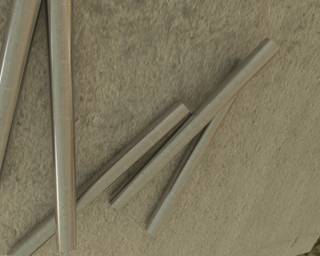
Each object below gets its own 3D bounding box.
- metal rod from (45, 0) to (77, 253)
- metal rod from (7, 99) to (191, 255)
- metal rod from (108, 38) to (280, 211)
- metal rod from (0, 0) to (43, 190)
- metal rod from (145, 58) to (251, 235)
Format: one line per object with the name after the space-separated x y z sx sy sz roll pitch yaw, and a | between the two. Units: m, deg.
-0.106 0.014 0.340 0.025 0.025 0.298 -6 116 -26 | metal rod
-0.080 0.072 0.408 0.300 0.025 0.025 -42 130 0 | metal rod
0.039 0.002 0.414 0.299 0.025 0.025 -46 130 10 | metal rod
-0.140 -0.059 0.294 0.025 0.025 0.298 9 114 -33 | metal rod
0.052 0.038 0.460 0.025 0.025 0.298 15 111 -35 | metal rod
